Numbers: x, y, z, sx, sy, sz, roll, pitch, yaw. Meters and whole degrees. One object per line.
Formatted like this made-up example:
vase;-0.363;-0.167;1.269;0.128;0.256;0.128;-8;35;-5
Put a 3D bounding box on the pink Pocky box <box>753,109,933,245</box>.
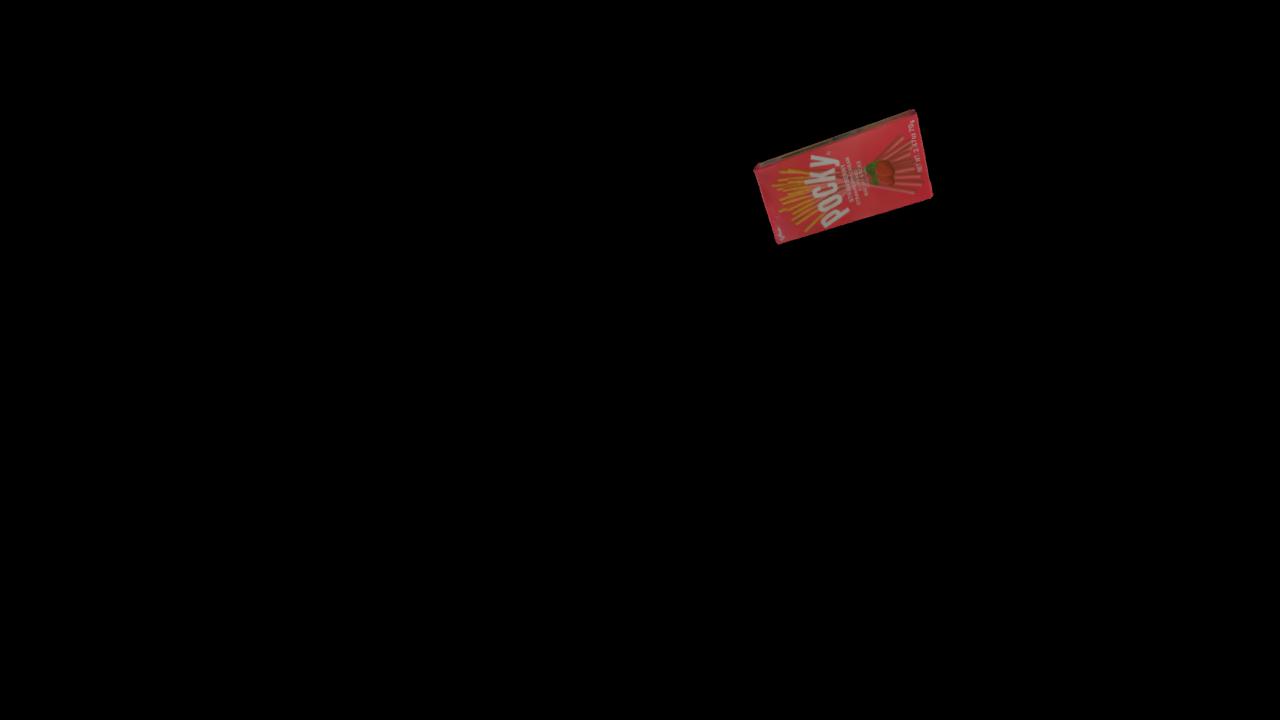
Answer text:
pink Pocky box;0.198;-0.177;0.607;0.155;0.084;0.029;-14;27;22
